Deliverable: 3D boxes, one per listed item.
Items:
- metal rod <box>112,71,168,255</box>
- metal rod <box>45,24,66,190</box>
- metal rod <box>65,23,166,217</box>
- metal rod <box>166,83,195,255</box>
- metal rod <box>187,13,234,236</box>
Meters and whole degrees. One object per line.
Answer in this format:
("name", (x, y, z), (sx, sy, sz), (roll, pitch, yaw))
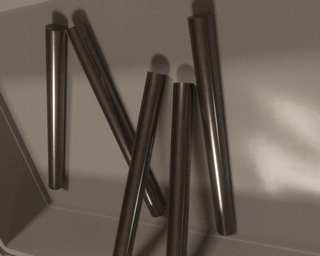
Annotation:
("metal rod", (-0.032, 0.078, 0.395), (0.025, 0.025, 0.298), (15, 100, 19))
("metal rod", (-0.163, -0.012, 0.484), (0.025, 0.025, 0.298), (24, 127, 13))
("metal rod", (-0.054, 0.003, 0.437), (0.025, 0.025, 0.299), (-8, 115, 31))
("metal rod", (0.022, 0.096, 0.372), (0.025, 0.025, 0.298), (4, 94, 26))
("metal rod", (0.068, 0.016, 0.382), (0.025, 0.025, 0.298), (2, 120, 26))
